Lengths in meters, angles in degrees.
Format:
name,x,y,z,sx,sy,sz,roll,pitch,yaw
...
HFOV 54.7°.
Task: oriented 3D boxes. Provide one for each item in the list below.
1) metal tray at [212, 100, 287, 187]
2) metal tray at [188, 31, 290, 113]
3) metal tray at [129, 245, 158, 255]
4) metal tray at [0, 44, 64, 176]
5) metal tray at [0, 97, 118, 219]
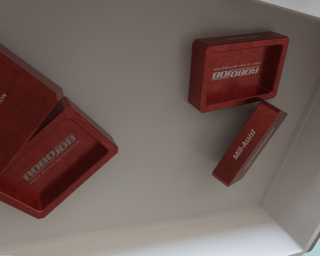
name,x,y,z,sx,sy,sz,roll,pitch,yaw
metal tray,0.137,0.023,0.468,0.129,0.030,0.090,-59,156,14
metal tray,0.105,-0.076,0.414,0.131,0.030,0.089,-12,124,-22
metal tray,-0.029,0.275,0.561,0.090,0.030,0.130,-38,129,-3
metal tray,-0.166,-0.009,0.288,0.090,0.030,0.130,38,97,-16
metal tray,-0.126,0.038,0.359,0.130,0.030,0.090,-42,130,0
